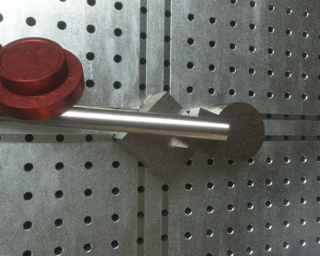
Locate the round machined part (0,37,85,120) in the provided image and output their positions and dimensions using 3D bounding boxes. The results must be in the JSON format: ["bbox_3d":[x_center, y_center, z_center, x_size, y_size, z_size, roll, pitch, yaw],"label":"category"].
[{"bbox_3d":[-0.132,-0.059,0.327,0.099,0.042,0.098,3,52,-4],"label":"round machined part"}]

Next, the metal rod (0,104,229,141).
[{"bbox_3d":[-0.076,-0.011,0.339,0.302,0.025,0.025,5,88,-4],"label":"metal rod"}]

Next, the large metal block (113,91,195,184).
[{"bbox_3d":[0.001,0.011,0.398,0.080,0.050,0.080,46,76,-15],"label":"large metal block"}]

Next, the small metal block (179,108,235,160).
[{"bbox_3d":[0.058,0.007,0.380,0.050,0.025,0.050,20,83,-19],"label":"small metal block"}]

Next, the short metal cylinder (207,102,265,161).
[{"bbox_3d":[0.099,0.005,0.437,0.081,0.050,0.079,0,90,-21],"label":"short metal cylinder"}]
